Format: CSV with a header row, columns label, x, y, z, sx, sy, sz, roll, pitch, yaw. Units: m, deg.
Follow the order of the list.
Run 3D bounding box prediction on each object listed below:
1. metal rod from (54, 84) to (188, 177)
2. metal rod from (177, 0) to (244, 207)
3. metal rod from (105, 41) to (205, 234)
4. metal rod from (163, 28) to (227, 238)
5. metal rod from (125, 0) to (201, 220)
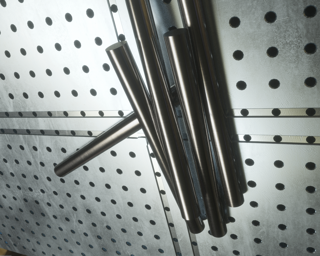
label,x,y,z,sx,sy,sz,roll,pitch,yaw
metal rod,-0.073,0.015,0.456,0.299,0.025,0.025,-30,102,37
metal rod,0.061,-0.032,0.358,0.025,0.025,0.298,-3,117,29
metal rod,0.005,0.032,0.402,0.025,0.025,0.299,-5,124,30
metal rod,0.051,0.028,0.384,0.025,0.025,0.298,1,124,27
metal rod,0.004,-0.028,0.357,0.025,0.025,0.298,-5,109,30
